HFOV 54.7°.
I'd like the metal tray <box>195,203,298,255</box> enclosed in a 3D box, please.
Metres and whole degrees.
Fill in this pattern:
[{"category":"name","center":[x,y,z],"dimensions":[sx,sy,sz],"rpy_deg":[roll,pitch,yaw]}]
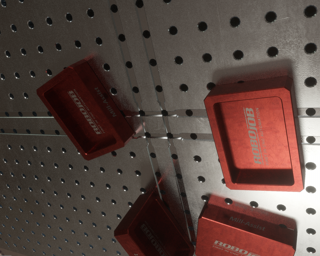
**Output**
[{"category":"metal tray","center":[0.120,0.169,0.449],"dimensions":[0.130,0.030,0.089],"rpy_deg":[13,124,20]}]

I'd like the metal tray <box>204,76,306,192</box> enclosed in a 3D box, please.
[{"category":"metal tray","center":[0.111,0.012,0.356],"dimensions":[0.090,0.030,0.129],"rpy_deg":[-4,117,30]}]

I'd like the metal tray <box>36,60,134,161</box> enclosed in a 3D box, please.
[{"category":"metal tray","center":[-0.108,-0.021,0.449],"dimensions":[0.090,0.030,0.130],"rpy_deg":[-23,107,36]}]

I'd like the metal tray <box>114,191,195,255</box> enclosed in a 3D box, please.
[{"category":"metal tray","center":[-0.004,0.176,0.478],"dimensions":[0.030,0.090,0.130],"rpy_deg":[-24,106,36]}]
